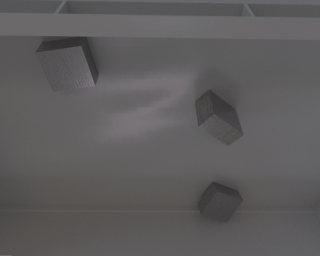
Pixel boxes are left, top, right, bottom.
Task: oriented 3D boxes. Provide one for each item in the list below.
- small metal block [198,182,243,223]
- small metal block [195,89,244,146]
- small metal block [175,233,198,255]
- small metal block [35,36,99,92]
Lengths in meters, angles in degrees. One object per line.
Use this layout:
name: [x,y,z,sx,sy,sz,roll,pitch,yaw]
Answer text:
small metal block: [0.098,0.121,0.506,0.050,0.025,0.050,22,112,-18]
small metal block: [0.072,-0.013,0.382,0.050,0.050,0.025,32,123,-25]
small metal block: [0.052,0.242,0.602,0.025,0.050,0.050,-23,127,18]
small metal block: [-0.102,-0.071,0.347,0.050,0.025,0.050,-7,130,6]
